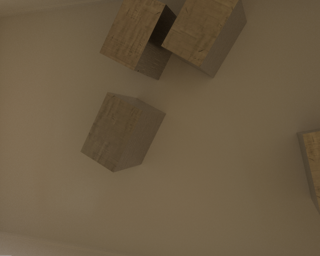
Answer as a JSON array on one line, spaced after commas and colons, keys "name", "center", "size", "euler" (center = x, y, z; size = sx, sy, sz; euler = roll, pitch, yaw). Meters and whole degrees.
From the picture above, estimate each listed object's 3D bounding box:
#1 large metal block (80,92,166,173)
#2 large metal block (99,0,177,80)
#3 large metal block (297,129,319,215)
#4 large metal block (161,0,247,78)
[{"name": "large metal block", "center": [-0.044, 0.005, 0.397], "size": [0.050, 0.080, 0.080], "euler": [29, 100, 17]}, {"name": "large metal block", "center": [-0.019, -0.112, 0.388], "size": [0.050, 0.080, 0.080], "euler": [30, 100, 17]}, {"name": "large metal block", "center": [0.179, 0.040, 0.318], "size": [0.050, 0.080, 0.080], "euler": [-12, 86, 20]}, {"name": "large metal block", "center": [0.055, -0.111, 0.362], "size": [0.050, 0.080, 0.080], "euler": [33, 101, 17]}]
